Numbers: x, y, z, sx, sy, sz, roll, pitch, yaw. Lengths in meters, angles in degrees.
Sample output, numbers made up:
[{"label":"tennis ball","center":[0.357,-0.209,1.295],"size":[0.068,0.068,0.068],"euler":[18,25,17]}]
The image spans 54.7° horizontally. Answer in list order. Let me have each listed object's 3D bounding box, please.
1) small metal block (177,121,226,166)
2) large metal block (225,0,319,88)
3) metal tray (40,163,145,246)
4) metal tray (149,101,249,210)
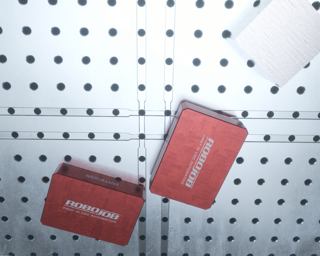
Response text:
[{"label":"small metal block","center":[0.055,0.017,0.421],"size":[0.050,0.025,0.050],"euler":[20,109,-8]},{"label":"large metal block","center":[0.138,-0.108,0.362],"size":[0.080,0.050,0.080],"euler":[41,105,-14]},{"label":"metal tray","center":[-0.097,0.113,0.451],"size":[0.131,0.030,0.089],"euler":[18,109,-7]},{"label":"metal tray","center":[0.049,0.040,0.418],"size":[0.091,0.030,0.129],"euler":[19,109,-8]}]
